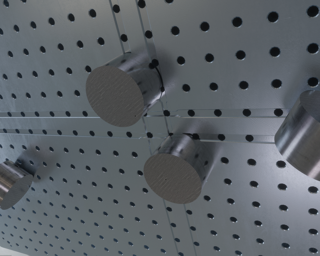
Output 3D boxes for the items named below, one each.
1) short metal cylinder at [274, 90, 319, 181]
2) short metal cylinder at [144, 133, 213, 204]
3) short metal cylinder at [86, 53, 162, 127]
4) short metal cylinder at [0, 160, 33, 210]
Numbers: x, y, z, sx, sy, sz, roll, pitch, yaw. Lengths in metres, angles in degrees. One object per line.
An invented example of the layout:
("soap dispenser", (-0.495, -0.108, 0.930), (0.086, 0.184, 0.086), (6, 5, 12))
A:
("short metal cylinder", (0.159, 0.007, 0.296), (0.080, 0.080, 0.050), (27, 128, 11))
("short metal cylinder", (0.025, 0.054, 0.415), (0.080, 0.050, 0.079), (13, 124, 21))
("short metal cylinder", (-0.045, -0.048, 0.389), (0.080, 0.050, 0.079), (13, 124, 21))
("short metal cylinder", (-0.295, 0.110, 0.600), (0.050, 0.080, 0.079), (32, 129, 7))
